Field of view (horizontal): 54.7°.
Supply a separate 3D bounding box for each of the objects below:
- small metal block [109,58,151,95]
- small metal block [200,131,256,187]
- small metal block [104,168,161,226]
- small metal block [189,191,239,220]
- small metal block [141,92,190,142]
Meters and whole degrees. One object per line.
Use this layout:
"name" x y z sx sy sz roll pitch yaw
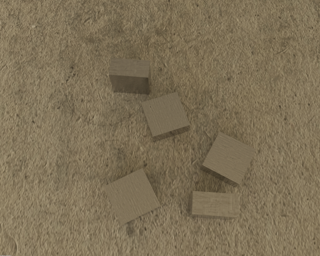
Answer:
"small metal block" -0.039 -0.069 0.420 0.050 0.050 0.025 4 70 1
"small metal block" 0.086 0.040 0.394 0.050 0.025 0.050 27 72 9
"small metal block" -0.033 0.084 0.377 0.050 0.025 0.050 -25 72 -9
"small metal block" 0.061 0.091 0.362 0.050 0.050 0.025 4 70 1
"small metal block" 0.007 -0.015 0.413 0.050 0.025 0.050 -18 71 -7
